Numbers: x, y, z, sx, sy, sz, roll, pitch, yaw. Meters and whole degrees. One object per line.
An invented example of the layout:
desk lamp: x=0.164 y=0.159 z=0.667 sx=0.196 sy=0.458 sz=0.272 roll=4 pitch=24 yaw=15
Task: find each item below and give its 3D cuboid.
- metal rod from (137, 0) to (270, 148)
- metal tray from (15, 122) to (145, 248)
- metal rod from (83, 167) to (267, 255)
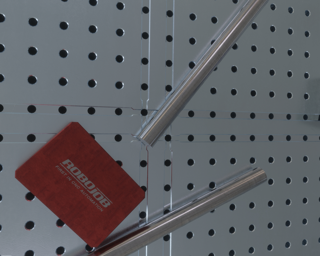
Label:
metal rod: x=0.071 y=-0.096 z=0.438 sx=0.025 sy=0.025 sz=0.300 roll=42 pitch=77 yaw=-15
metal tray: x=-0.093 y=0.067 z=0.376 sx=0.090 sy=0.030 sz=0.130 roll=-45 pitch=104 yaw=-15
metal rod: x=0.021 y=0.124 z=0.420 sx=0.302 sy=0.025 sz=0.025 roll=-22 pitch=98 yaw=-19
